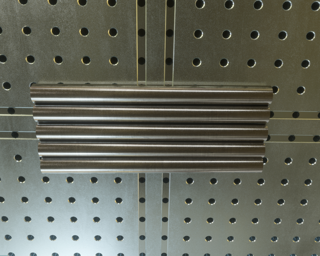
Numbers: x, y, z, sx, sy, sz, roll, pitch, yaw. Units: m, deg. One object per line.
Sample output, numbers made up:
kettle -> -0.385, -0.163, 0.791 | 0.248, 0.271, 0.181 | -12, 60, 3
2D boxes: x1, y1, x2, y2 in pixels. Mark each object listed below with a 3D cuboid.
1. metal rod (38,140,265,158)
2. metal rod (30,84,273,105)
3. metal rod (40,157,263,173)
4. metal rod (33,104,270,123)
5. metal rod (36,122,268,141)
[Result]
metal rod -> -0.010, 0.028, 0.423 | 0.302, 0.025, 0.025 | 0, 110, -1
metal rod -> -0.009, -0.043, 0.397 | 0.302, 0.025, 0.025 | 0, 110, -1
metal rod -> -0.010, 0.050, 0.432 | 0.302, 0.025, 0.025 | 0, 110, -1
metal rod -> -0.010, -0.020, 0.406 | 0.302, 0.025, 0.025 | 0, 110, -1
metal rod -> -0.010, 0.005, 0.415 | 0.302, 0.025, 0.025 | 0, 110, -1
